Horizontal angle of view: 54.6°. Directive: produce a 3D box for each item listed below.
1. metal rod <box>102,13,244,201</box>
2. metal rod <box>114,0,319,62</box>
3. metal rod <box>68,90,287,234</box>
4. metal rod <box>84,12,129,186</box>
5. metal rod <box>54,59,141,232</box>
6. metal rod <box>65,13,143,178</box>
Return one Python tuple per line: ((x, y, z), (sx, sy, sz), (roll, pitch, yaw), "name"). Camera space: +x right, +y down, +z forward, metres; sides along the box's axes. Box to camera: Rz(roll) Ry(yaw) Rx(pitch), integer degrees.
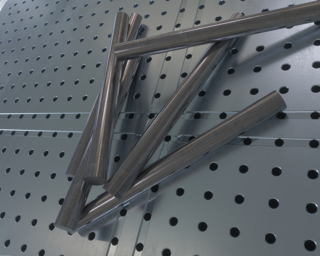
((0.029, -0.040, 0.400), (0.025, 0.025, 0.300), (23, 68, 36), "metal rod")
((0.088, -0.128, 0.405), (0.301, 0.025, 0.025), (-9, 57, 10), "metal rod")
((0.011, 0.045, 0.375), (0.300, 0.025, 0.025), (-32, 52, 7), "metal rod")
((-0.069, -0.063, 0.439), (0.025, 0.025, 0.300), (-13, 53, 21), "metal rod")
((-0.074, -0.008, 0.435), (0.025, 0.025, 0.300), (-1, 55, 28), "metal rod")
((-0.081, -0.063, 0.490), (0.025, 0.025, 0.300), (2, 62, 29), "metal rod")
